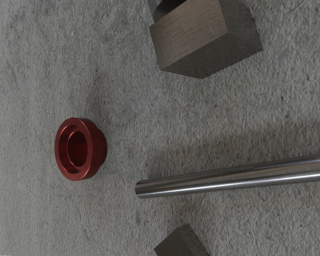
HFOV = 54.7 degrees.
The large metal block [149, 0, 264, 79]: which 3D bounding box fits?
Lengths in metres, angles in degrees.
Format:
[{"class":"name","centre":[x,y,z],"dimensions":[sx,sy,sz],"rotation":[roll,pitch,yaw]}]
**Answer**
[{"class":"large metal block","centre":[0.049,-0.095,0.327],"dimensions":[0.080,0.081,0.050],"rotation":[-22,76,37]}]

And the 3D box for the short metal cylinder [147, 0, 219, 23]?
[{"class":"short metal cylinder","centre":[0.024,-0.154,0.347],"dimensions":[0.080,0.081,0.050],"rotation":[-26,74,37]}]

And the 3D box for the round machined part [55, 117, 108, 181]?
[{"class":"round machined part","centre":[-0.122,0.032,0.491],"dimensions":[0.098,0.042,0.097],"rotation":[0,90,39]}]

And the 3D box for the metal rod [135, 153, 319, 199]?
[{"class":"metal rod","centre":[0.088,0.052,0.331],"dimensions":[0.300,0.025,0.025],"rotation":[-16,80,38]}]

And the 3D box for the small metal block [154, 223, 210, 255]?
[{"class":"small metal block","centre":[0.027,0.155,0.381],"dimensions":[0.050,0.025,0.050],"rotation":[-51,61,28]}]
